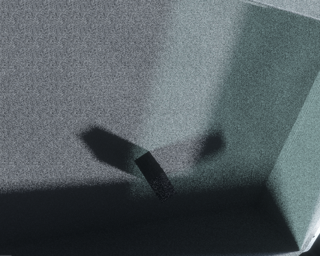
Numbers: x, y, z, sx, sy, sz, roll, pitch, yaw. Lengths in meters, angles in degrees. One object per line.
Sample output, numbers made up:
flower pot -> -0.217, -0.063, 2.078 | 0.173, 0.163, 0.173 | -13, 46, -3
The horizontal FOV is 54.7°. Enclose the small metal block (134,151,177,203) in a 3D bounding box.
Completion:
small metal block -> -0.006, 0.068, 0.433 | 0.025, 0.050, 0.050 | -33, 129, -7
